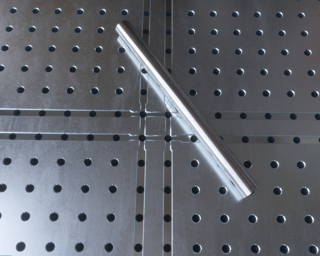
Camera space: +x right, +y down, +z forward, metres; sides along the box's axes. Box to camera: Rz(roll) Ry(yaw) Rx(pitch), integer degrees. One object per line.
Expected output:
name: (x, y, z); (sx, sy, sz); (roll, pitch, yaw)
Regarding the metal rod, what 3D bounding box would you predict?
metal rod: (0.029, -0.036, 0.425); (0.025, 0.025, 0.299); (-33, 74, -11)
